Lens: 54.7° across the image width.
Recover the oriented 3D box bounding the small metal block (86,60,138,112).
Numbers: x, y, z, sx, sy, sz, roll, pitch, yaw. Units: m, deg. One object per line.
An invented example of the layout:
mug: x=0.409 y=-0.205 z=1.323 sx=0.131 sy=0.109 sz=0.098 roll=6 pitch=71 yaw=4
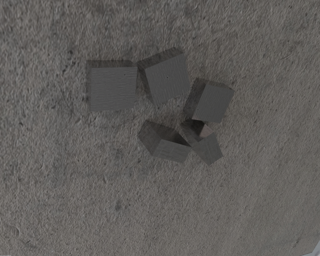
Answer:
small metal block: x=-0.055 y=-0.048 z=0.347 sx=0.050 sy=0.025 sz=0.050 roll=-7 pitch=122 yaw=-25

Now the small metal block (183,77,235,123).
small metal block: x=0.066 y=-0.037 z=0.420 sx=0.050 sy=0.025 sz=0.050 roll=7 pitch=115 yaw=-32

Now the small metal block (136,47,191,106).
small metal block: x=0.005 y=-0.062 z=0.371 sx=0.050 sy=0.025 sz=0.050 roll=-25 pitch=128 yaw=-13

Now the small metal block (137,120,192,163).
small metal block: x=0.005 y=0.018 z=0.404 sx=0.050 sy=0.050 sz=0.025 roll=17 pitch=110 yaw=-35

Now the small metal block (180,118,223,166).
small metal block: x=0.058 y=0.017 z=0.433 sx=0.025 sy=0.050 sz=0.050 roll=-33 pitch=129 yaw=-7
